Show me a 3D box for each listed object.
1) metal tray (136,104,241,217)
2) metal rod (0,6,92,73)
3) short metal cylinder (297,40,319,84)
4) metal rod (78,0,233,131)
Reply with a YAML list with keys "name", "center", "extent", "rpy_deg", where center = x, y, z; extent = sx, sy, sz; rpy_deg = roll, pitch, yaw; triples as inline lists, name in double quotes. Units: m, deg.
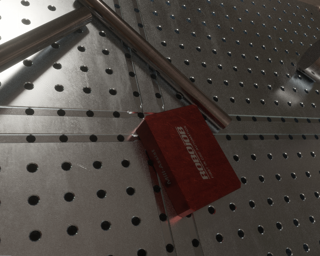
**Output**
- name: "metal tray"
  center: [0.037, 0.037, 0.404]
  extent: [0.091, 0.030, 0.130]
  rpy_deg: [-16, 70, -35]
- name: "metal rod"
  center: [-0.167, -0.080, 0.339]
  extent: [0.025, 0.025, 0.301]
  rpy_deg: [38, 42, -3]
- name: "short metal cylinder"
  center: [0.334, -0.138, 0.641]
  extent: [0.050, 0.080, 0.080]
  rpy_deg: [33, 51, -7]
- name: "metal rod"
  center: [-0.010, -0.106, 0.468]
  extent: [0.300, 0.025, 0.025]
  rpy_deg: [42, 51, 1]
